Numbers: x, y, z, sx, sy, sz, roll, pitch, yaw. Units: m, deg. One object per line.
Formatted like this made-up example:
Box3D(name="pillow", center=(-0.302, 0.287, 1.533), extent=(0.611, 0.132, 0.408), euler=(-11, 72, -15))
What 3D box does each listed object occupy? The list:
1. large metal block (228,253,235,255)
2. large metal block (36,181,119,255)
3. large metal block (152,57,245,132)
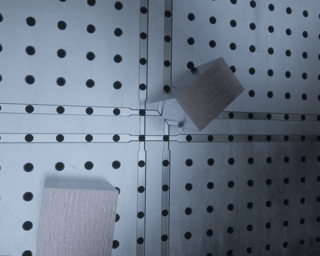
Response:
Box3D(name="large metal block", center=(0.103, 0.232, 0.424), extent=(0.080, 0.080, 0.050), euler=(-37, 102, -17))
Box3D(name="large metal block", center=(-0.098, 0.107, 0.364), extent=(0.081, 0.050, 0.080), euler=(7, 88, -20))
Box3D(name="large metal block", center=(0.047, -0.041, 0.402), extent=(0.080, 0.080, 0.050), euler=(-42, 104, -15))
